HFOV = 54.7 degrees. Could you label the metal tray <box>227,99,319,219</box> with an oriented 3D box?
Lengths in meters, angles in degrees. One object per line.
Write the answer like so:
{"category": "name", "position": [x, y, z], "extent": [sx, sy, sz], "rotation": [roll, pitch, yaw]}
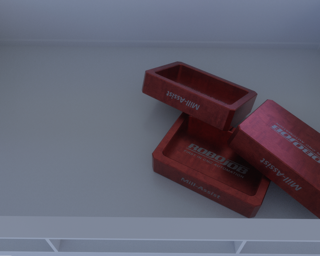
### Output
{"category": "metal tray", "position": [0.153, 0.030, 0.352], "extent": [0.130, 0.030, 0.091], "rotation": [40, 46, 17]}

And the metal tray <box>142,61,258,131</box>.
{"category": "metal tray", "position": [0.053, -0.048, 0.418], "extent": [0.130, 0.030, 0.091], "rotation": [28, 33, 24]}

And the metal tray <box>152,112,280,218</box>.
{"category": "metal tray", "position": [0.067, 0.037, 0.371], "extent": [0.130, 0.030, 0.090], "rotation": [24, 54, 18]}
